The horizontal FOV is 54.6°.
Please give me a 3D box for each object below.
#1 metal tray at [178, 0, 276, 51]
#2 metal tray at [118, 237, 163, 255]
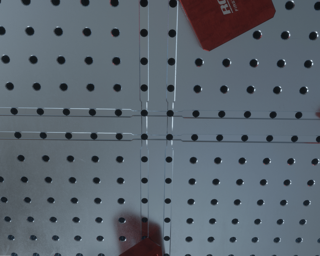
[{"bbox_3d":[0.062,-0.166,0.350,0.090,0.030,0.130,-27,108,9],"label":"metal tray"},{"bbox_3d":[-0.034,0.246,0.473,0.091,0.030,0.129,-22,115,-35],"label":"metal tray"}]
